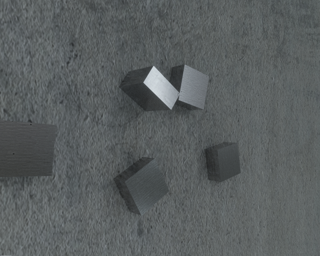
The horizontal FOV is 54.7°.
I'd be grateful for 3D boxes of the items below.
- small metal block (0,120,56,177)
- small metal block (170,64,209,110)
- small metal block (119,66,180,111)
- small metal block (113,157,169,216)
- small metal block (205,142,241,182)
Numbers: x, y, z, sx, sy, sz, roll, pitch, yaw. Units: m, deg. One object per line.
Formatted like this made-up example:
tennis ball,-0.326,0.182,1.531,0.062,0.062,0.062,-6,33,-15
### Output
small metal block,-0.131,0.020,0.295,0.050,0.025,0.050,6,86,-40
small metal block,0.040,-0.056,0.437,0.050,0.025,0.050,16,80,-39
small metal block,-0.013,-0.046,0.377,0.050,0.050,0.025,42,65,-32
small metal block,-0.022,0.071,0.386,0.050,0.025,0.050,-35,112,-34
small metal block,0.099,0.052,0.488,0.050,0.025,0.050,-14,99,-39
